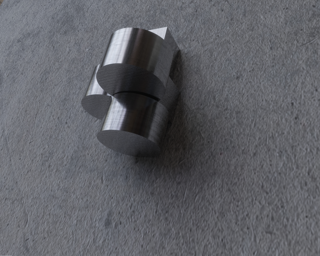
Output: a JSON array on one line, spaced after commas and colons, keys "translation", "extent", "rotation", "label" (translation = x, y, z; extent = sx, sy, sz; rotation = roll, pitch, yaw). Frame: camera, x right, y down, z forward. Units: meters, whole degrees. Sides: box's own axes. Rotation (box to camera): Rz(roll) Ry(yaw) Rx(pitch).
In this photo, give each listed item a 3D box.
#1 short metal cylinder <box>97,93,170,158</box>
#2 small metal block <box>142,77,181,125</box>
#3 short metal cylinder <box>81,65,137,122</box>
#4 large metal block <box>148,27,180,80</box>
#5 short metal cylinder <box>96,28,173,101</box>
[{"translation": [-0.033, -0.001, 0.389], "extent": [0.080, 0.080, 0.050], "rotation": [0, 62, 28], "label": "short metal cylinder"}, {"translation": [0.002, -0.038, 0.414], "extent": [0.025, 0.050, 0.050], "rotation": [1, 62, 29], "label": "small metal block"}, {"translation": [-0.062, -0.045, 0.431], "extent": [0.080, 0.080, 0.050], "rotation": [-2, 61, 27], "label": "short metal cylinder"}, {"translation": [-0.023, -0.096, 0.461], "extent": [0.080, 0.050, 0.080], "rotation": [-2, 61, 27], "label": "large metal block"}, {"translation": [-0.029, -0.070, 0.364], "extent": [0.080, 0.080, 0.050], "rotation": [-2, 61, 27], "label": "short metal cylinder"}]
